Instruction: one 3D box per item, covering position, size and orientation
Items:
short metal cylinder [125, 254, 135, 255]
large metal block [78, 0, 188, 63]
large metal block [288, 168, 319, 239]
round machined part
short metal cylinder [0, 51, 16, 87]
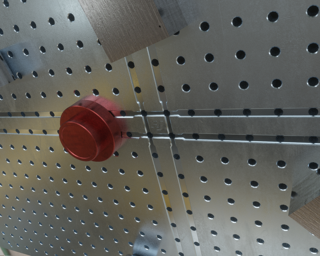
[{"bbox_3d":[-0.048,0.284,0.577,0.050,0.080,0.079,10,123,23],"label":"short metal cylinder"},{"bbox_3d":[-0.029,-0.127,0.332,0.080,0.050,0.080,-15,111,34],"label":"large metal block"},{"bbox_3d":[0.204,0.085,0.340,0.080,0.050,0.080,37,129,3],"label":"large metal block"},{"bbox_3d":[-0.111,0.011,0.466,0.098,0.042,0.097,13,124,21],"label":"round machined part"},{"bbox_3d":[-0.270,-0.080,0.469,0.080,0.080,0.050,-9,114,32],"label":"short metal cylinder"}]
